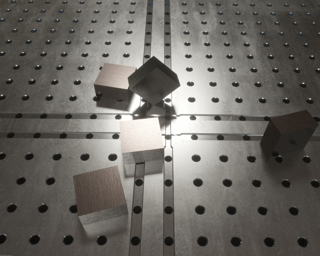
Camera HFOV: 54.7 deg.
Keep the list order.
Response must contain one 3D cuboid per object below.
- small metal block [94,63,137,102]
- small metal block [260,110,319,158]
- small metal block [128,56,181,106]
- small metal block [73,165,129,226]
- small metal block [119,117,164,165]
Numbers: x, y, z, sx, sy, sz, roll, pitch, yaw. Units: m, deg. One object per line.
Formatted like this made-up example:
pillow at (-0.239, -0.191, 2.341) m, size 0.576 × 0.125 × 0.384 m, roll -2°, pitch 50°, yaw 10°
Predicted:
small metal block at (-0.065, -0.070, 0.465) m, size 0.050 × 0.025 × 0.050 m, roll 10°, pitch 51°, yaw 7°
small metal block at (0.160, 0.008, 0.387) m, size 0.050 × 0.050 × 0.025 m, roll -13°, pitch 52°, yaw -11°
small metal block at (-0.008, -0.065, 0.432) m, size 0.050 × 0.050 × 0.025 m, roll -35°, pitch 46°, yaw 25°
small metal block at (-0.066, 0.074, 0.344) m, size 0.050 × 0.025 × 0.050 m, roll -12°, pitch 51°, yaw -11°
small metal block at (-0.024, 0.016, 0.394) m, size 0.050 × 0.025 × 0.050 m, roll -7°, pitch 50°, yaw -6°
